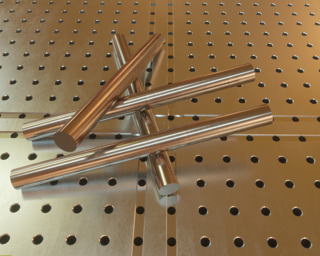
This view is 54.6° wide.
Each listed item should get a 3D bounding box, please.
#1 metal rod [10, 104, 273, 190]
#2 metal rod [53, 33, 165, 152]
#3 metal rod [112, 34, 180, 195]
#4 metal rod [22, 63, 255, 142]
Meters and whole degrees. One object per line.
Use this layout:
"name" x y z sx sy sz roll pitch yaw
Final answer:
"metal rod" -0.020 0.022 0.359 0.301 0.025 0.025 -15 51 0
"metal rod" -0.047 -0.069 0.419 0.025 0.025 0.301 14 37 11
"metal rod" -0.030 -0.041 0.442 0.025 0.025 0.300 -12 51 -10
"metal rod" -0.027 -0.033 0.402 0.301 0.025 0.025 -15 51 0
